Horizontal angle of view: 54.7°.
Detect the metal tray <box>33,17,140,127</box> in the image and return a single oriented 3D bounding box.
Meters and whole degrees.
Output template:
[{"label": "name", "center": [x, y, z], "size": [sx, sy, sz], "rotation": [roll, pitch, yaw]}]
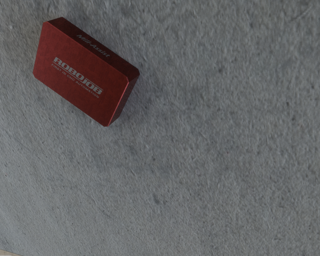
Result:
[{"label": "metal tray", "center": [-0.101, -0.072, 0.410], "size": [0.130, 0.030, 0.089], "rotation": [35, 129, 4]}]
